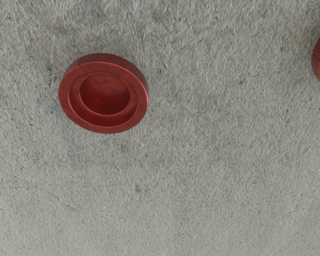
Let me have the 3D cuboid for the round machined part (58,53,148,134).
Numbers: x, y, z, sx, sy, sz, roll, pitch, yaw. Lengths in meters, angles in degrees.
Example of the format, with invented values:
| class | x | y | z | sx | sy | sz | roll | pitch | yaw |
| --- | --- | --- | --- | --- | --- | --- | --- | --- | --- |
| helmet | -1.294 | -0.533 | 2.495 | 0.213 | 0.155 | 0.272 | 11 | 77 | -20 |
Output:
| class | x | y | z | sx | sy | sz | roll | pitch | yaw |
| --- | --- | --- | --- | --- | --- | --- | --- | --- | --- |
| round machined part | -0.063 | -0.043 | 0.359 | 0.099 | 0.042 | 0.097 | 0 | 130 | 0 |

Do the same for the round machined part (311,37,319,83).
| class | x | y | z | sx | sy | sz | roll | pitch | yaw |
| --- | --- | --- | --- | --- | --- | --- | --- | --- | --- |
| round machined part | 0.210 | -0.084 | 0.327 | 0.099 | 0.042 | 0.097 | 0 | 130 | 0 |
